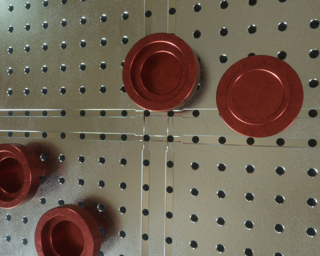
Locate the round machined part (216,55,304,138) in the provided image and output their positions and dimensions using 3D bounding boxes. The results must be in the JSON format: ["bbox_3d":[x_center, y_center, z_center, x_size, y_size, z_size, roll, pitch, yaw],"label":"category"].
[{"bbox_3d":[0.115,-0.037,0.363,0.098,0.042,0.097,0,90,20],"label":"round machined part"}]

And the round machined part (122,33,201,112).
[{"bbox_3d":[0.005,-0.069,0.402,0.098,0.042,0.097,0,90,20],"label":"round machined part"}]

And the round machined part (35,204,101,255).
[{"bbox_3d":[-0.128,0.159,0.449,0.098,0.042,0.097,0,90,20],"label":"round machined part"}]

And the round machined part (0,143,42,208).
[{"bbox_3d":[-0.226,0.072,0.484,0.098,0.042,0.097,0,90,20],"label":"round machined part"}]
